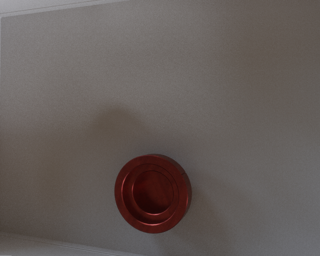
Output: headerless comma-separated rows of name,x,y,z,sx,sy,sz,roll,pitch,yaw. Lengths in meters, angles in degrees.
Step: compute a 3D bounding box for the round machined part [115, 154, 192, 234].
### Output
round machined part,-0.006,0.082,0.404,0.098,0.042,0.097,0,90,20
